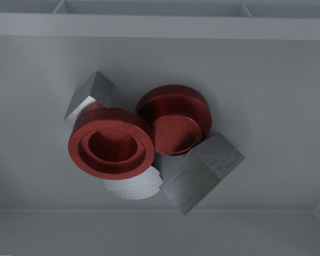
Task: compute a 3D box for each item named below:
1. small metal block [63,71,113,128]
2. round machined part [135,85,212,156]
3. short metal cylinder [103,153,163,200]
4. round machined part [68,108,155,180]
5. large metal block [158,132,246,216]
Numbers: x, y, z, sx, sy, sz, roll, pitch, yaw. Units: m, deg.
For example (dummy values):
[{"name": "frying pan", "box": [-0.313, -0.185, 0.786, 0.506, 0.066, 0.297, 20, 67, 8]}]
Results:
[{"name": "small metal block", "box": [-0.083, -0.030, 0.363, 0.025, 0.050, 0.050, 37, 121, -27]}, {"name": "round machined part", "box": [0.017, -0.002, 0.392, 0.099, 0.042, 0.097, -1, 130, 0]}, {"name": "short metal cylinder", "box": [-0.036, 0.057, 0.438, 0.081, 0.050, 0.079, 0, 130, 0]}, {"name": "round machined part", "box": [-0.055, 0.015, 0.369, 0.099, 0.042, 0.097, -1, 130, 0]}, {"name": "large metal block", "box": [0.057, 0.060, 0.414, 0.050, 0.081, 0.080, 46, 125, 15]}]
